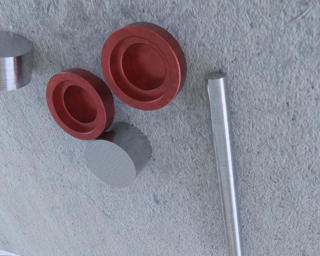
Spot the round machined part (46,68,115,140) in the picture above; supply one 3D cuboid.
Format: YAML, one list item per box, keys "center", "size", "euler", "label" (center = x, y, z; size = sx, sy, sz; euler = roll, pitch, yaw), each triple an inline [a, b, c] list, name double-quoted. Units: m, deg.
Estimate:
- center: [-0.103, -0.036, 0.424]
  size: [0.098, 0.042, 0.097]
  euler: [13, 122, 22]
  label: "round machined part"

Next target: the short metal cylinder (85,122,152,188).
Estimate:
- center: [-0.058, 0.038, 0.443]
  size: [0.080, 0.050, 0.079]
  euler: [13, 124, 20]
  label: "short metal cylinder"

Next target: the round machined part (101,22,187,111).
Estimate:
- center: [-0.015, -0.073, 0.357]
  size: [0.098, 0.042, 0.097]
  euler: [13, 124, 20]
  label: "round machined part"

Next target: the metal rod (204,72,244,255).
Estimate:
- center: [0.088, 0.073, 0.404]
  size: [0.025, 0.025, 0.298]
  euler: [2, 120, 27]
  label: "metal rod"

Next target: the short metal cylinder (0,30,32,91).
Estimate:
- center: [-0.220, -0.094, 0.426]
  size: [0.080, 0.080, 0.050]
  euler: [26, 127, 11]
  label: "short metal cylinder"
